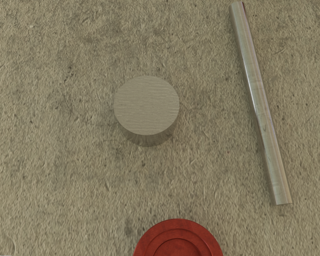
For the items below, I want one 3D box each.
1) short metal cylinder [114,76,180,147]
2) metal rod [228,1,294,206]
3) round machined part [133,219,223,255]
[{"bbox_3d":[-0.016,-0.021,0.402,0.081,0.050,0.080,0,70,0],"label":"short metal cylinder"},{"bbox_3d":[0.134,-0.047,0.426,0.025,0.025,0.299,-6,70,-2],"label":"metal rod"},{"bbox_3d":[0.019,0.153,0.344,0.099,0.042,0.098,0,70,-1],"label":"round machined part"}]
